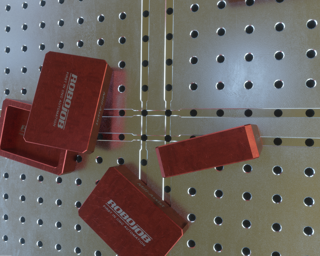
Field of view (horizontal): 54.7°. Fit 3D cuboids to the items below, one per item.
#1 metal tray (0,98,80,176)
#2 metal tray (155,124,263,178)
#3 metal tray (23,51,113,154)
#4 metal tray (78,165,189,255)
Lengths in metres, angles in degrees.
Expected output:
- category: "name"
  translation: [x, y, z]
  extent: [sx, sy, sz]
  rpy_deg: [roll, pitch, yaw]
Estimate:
- category: "metal tray"
  translation: [-0.186, 0.011, 0.473]
  extent: [0.130, 0.030, 0.089]
  rpy_deg: [14, 95, 19]
- category: "metal tray"
  translation: [0.060, 0.021, 0.335]
  extent: [0.090, 0.130, 0.030]
  rpy_deg: [-15, 85, 19]
- category: "metal tray"
  translation: [-0.126, -0.035, 0.431]
  extent: [0.090, 0.030, 0.129]
  rpy_deg: [11, 82, 7]
- category: "metal tray"
  translation: [-0.038, 0.124, 0.422]
  extent: [0.130, 0.030, 0.090]
  rpy_deg: [40, 102, 15]
